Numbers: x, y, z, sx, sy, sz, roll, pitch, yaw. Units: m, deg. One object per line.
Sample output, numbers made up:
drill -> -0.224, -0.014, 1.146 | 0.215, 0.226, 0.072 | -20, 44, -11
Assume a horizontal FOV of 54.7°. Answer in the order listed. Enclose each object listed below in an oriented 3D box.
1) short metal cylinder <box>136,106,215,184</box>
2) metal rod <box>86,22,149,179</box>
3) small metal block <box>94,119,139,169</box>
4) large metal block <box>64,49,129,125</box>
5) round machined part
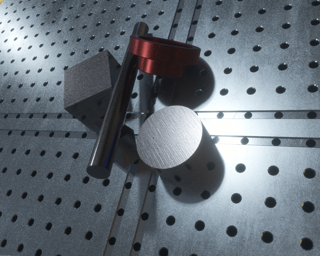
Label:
short metal cylinder -> 0.019, 0.020, 0.369 | 0.080, 0.050, 0.080 | -13, 56, 20
metal rod -> -0.048, -0.062, 0.425 | 0.025, 0.025, 0.300 | -12, 43, 21
small metal block -> -0.057, 0.018, 0.406 | 0.025, 0.050, 0.050 | -34, 46, -30
large metal block -> -0.100, -0.063, 0.481 | 0.080, 0.050, 0.080 | -22, 54, 14
round machined part -> 0.004, -0.099, 0.431 | 0.098, 0.099, 0.042 | 27, 116, 37
